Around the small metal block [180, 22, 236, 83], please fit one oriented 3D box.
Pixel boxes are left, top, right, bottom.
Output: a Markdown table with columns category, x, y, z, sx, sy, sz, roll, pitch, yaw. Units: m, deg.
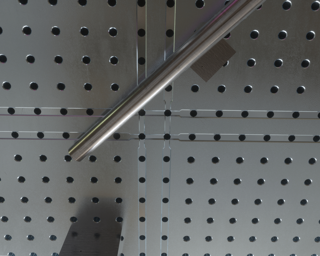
| category | x | y | z | sx | sy | sz | roll | pitch | yaw |
| --- | --- | --- | --- | --- | --- | --- | --- | --- | --- |
| small metal block | 0.055 | -0.093 | 0.380 | 0.050 | 0.025 | 0.050 | 41 | 105 | -14 |

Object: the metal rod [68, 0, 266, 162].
| category | x | y | z | sx | sy | sz | roll | pitch | yaw |
| --- | --- | --- | --- | --- | --- | --- | --- | --- | --- |
| metal rod | -0.007 | -0.053 | 0.373 | 0.299 | 0.025 | 0.025 | -39 | 106 | 21 |

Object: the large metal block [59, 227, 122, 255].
| category | x | y | z | sx | sy | sz | roll | pitch | yaw |
| --- | --- | --- | --- | --- | --- | --- | --- | --- | --- |
| large metal block | -0.101 | 0.193 | 0.454 | 0.081 | 0.080 | 0.050 | 3 | 110 | -2 |
